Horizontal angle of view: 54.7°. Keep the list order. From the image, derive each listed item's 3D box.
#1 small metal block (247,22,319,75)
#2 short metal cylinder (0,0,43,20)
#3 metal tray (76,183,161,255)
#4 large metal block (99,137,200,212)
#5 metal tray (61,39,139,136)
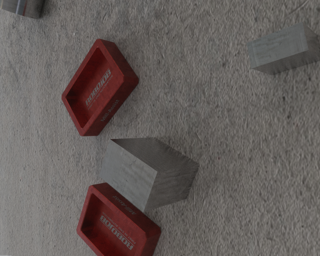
[{"bbox_3d":[0.118,-0.072,0.292,0.050,0.050,0.025,-14,81,39],"label":"small metal block"},{"bbox_3d":[-0.267,-0.245,0.589,0.080,0.081,0.050,32,110,35],"label":"short metal cylinder"},{"bbox_3d":[-0.066,0.151,0.455,0.130,0.030,0.089,30,109,36],"label":"metal tray"},{"bbox_3d":[-0.013,0.052,0.380,0.080,0.081,0.050,29,109,36],"label":"large metal block"},{"bbox_3d":[-0.098,-0.060,0.482,0.129,0.030,0.090,-48,62,29],"label":"metal tray"}]
